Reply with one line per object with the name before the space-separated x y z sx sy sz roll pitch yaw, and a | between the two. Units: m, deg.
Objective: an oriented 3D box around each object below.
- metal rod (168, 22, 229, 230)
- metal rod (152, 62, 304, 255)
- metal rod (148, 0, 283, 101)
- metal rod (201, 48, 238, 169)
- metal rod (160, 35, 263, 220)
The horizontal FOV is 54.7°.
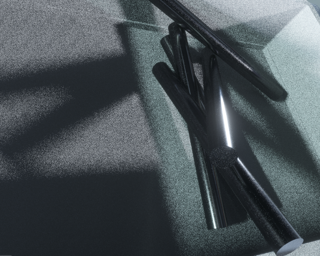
metal rod | 0.047 -0.018 0.423 0.025 0.025 0.299 2 66 -27
metal rod | 0.052 0.004 0.355 0.025 0.025 0.300 2 37 -27
metal rod | 0.094 -0.127 0.486 0.301 0.025 0.025 30 51 -28
metal rod | 0.069 -0.051 0.401 0.025 0.025 0.301 28 30 -11
metal rod | 0.072 -0.013 0.451 0.025 0.025 0.299 -12 68 -33
